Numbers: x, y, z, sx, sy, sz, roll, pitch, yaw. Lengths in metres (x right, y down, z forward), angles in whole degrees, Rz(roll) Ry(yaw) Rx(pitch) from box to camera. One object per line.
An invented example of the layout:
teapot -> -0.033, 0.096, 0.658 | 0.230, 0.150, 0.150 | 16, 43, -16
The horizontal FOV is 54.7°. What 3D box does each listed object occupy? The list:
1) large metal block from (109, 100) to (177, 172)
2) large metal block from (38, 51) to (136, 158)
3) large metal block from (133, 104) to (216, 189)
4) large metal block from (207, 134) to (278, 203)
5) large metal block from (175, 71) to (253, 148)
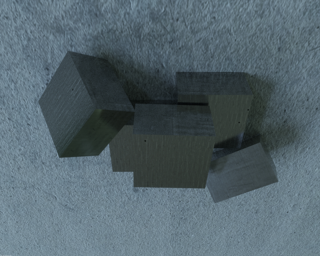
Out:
large metal block -> -0.021, 0.011, 0.399 | 0.081, 0.050, 0.079 | 0, 130, -1
large metal block -> -0.084, -0.024, 0.342 | 0.050, 0.080, 0.080 | 2, 140, -48
large metal block -> 0.012, 0.021, 0.342 | 0.081, 0.050, 0.079 | 2, 130, -2
large metal block -> 0.104, 0.051, 0.409 | 0.080, 0.080, 0.050 | -25, 88, 19
large metal block -> 0.059, -0.021, 0.376 | 0.081, 0.050, 0.079 | 0, 130, -1
